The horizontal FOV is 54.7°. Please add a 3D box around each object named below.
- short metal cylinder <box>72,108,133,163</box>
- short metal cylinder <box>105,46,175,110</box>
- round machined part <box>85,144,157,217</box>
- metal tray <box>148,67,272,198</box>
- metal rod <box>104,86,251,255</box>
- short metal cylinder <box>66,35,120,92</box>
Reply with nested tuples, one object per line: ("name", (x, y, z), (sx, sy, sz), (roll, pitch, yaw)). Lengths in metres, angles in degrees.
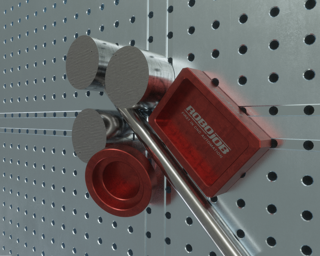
("short metal cylinder", (-0.087, 0.011, 0.465), (0.080, 0.050, 0.080), (0, 90, 40))
("short metal cylinder", (-0.028, -0.065, 0.415), (0.080, 0.050, 0.080), (0, 90, 40))
("round machined part", (-0.049, 0.068, 0.425), (0.098, 0.042, 0.097), (6, 107, 19))
("metal tray", (0.051, 0.003, 0.363), (0.130, 0.030, 0.090), (51, 120, 27))
("metal rod", (0.008, 0.043, 0.403), (0.300, 0.025, 0.025), (52, 120, 27))
("short metal cylinder", (-0.100, -0.097, 0.476), (0.080, 0.050, 0.080), (0, 90, 40))
